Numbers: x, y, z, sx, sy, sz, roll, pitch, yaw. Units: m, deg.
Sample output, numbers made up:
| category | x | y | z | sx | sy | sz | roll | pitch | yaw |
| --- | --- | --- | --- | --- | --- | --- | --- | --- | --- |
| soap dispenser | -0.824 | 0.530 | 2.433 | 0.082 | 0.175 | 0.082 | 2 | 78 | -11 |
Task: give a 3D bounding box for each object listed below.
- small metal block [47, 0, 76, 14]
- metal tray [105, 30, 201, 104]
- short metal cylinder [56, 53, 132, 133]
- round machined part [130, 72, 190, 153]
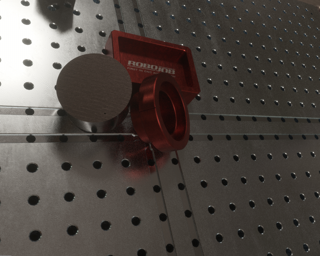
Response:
| category | x | y | z | sx | sy | sz | roll | pitch | yaw |
| --- | --- | --- | --- | --- | --- | --- | --- | --- | --- |
| small metal block | -0.144 | -0.201 | 0.438 | 0.050 | 0.050 | 0.025 | 42 | 51 | 0 |
| metal tray | -0.010 | -0.088 | 0.454 | 0.131 | 0.030 | 0.090 | 6 | 59 | -26 |
| short metal cylinder | -0.074 | -0.039 | 0.359 | 0.081 | 0.050 | 0.080 | 2 | 76 | -7 |
| round machined part | -0.002 | -0.017 | 0.388 | 0.098 | 0.042 | 0.098 | 37 | 47 | -53 |
